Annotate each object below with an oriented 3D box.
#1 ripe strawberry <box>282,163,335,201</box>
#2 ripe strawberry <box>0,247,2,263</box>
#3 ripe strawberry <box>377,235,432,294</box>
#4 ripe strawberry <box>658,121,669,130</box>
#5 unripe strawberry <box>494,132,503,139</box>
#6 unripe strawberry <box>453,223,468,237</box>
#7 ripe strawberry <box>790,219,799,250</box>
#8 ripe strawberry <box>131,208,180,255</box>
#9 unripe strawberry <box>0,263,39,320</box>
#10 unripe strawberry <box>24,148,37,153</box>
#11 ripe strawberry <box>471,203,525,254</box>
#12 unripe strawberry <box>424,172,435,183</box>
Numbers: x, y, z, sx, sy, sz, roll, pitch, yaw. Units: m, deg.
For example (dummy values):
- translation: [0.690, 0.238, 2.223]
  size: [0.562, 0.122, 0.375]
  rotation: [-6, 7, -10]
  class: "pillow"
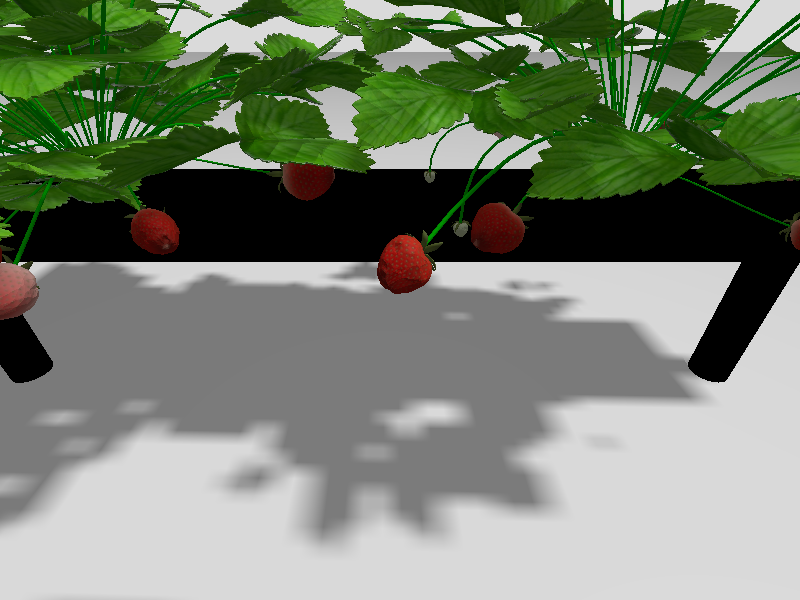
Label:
- translation: [-0.074, -0.104, 0.331]
  size: [0.042, 0.041, 0.039]
  rotation: [3, 34, 4]
  class: "ripe strawberry"
- translation: [-0.238, -0.023, 0.216]
  size: [0.030, 0.032, 0.033]
  rotation: [-5, 34, -7]
  class: "ripe strawberry"
- translation: [0.001, -0.017, 0.206]
  size: [0.029, 0.030, 0.026]
  rotation: [-42, 49, -20]
  class: "ripe strawberry"
- translation: [0.323, -0.201, 0.482]
  size: [0.029, 0.032, 0.031]
  rotation: [24, 38, 32]
  class: "ripe strawberry"
- translation: [0.134, -0.227, 0.528]
  size: [0.027, 0.028, 0.029]
  rotation: [-8, 34, -12]
  class: "unripe strawberry"
- translation: [0.039, -0.045, 0.256]
  size: [0.010, 0.010, 0.009]
  rotation: [-22, 39, -30]
  class: "unripe strawberry"
- translation: [0.258, -0.040, 0.246]
  size: [0.026, 0.023, 0.026]
  rotation: [-17, 38, -24]
  class: "ripe strawberry"
- translation: [-0.146, -0.039, 0.241]
  size: [0.025, 0.028, 0.027]
  rotation: [-26, 58, -34]
  class: "ripe strawberry"
- translation: [-0.186, -0.002, 0.184]
  size: [0.031, 0.028, 0.028]
  rotation: [-12, 36, -17]
  class: "unripe strawberry"
- translation: [-0.396, -0.157, 0.430]
  size: [0.011, 0.011, 0.011]
  rotation: [21, 39, 29]
  class: "unripe strawberry"
- translation: [0.058, -0.043, 0.245]
  size: [0.033, 0.028, 0.033]
  rotation: [-38, 47, -25]
  class: "ripe strawberry"
- translation: [0.026, -0.108, 0.351]
  size: [0.010, 0.010, 0.009]
  rotation: [0, 33, 0]
  class: "unripe strawberry"
